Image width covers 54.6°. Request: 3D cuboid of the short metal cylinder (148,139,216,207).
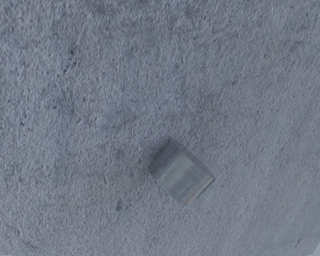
[{"bbox_3d":[0.030,0.061,0.424,0.050,0.080,0.080,-48,129,5],"label":"short metal cylinder"}]
